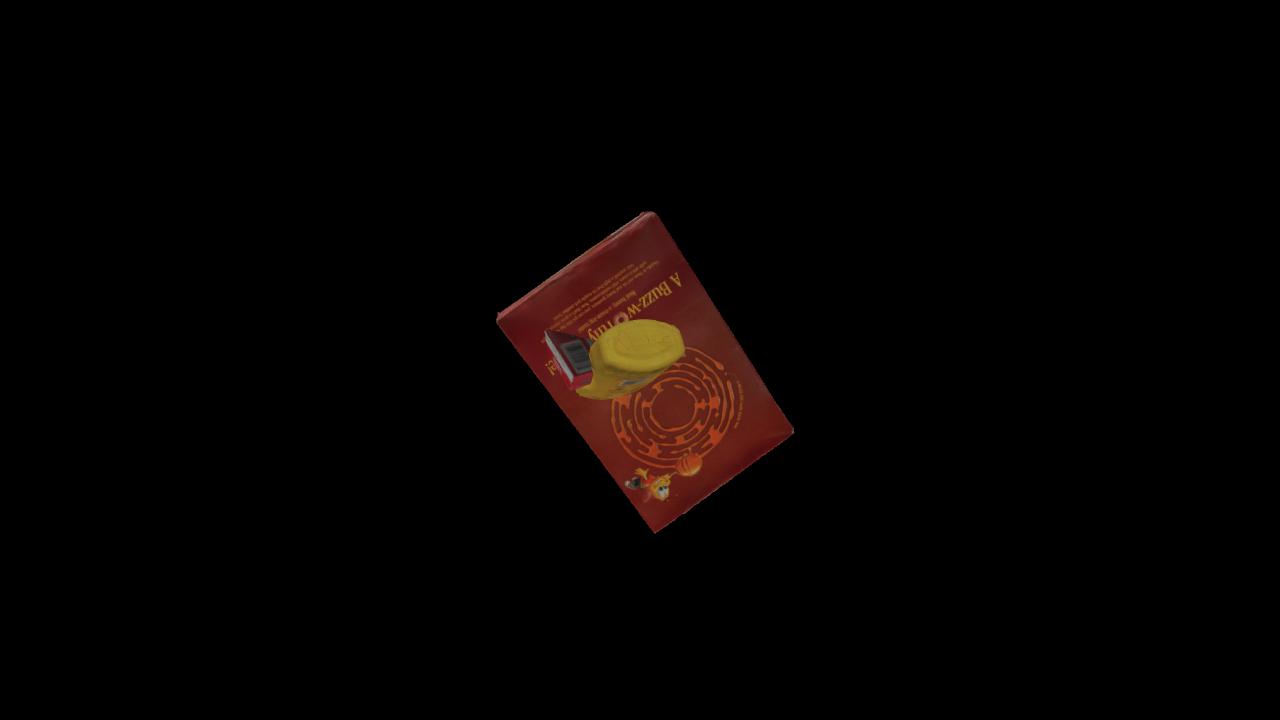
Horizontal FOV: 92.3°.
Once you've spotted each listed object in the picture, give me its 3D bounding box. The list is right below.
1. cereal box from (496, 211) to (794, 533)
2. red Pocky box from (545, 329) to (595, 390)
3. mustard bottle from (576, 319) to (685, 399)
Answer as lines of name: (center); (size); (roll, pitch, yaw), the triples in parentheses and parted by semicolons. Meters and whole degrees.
cereal box: (0.011, 0.017, 0.695); (0.203, 0.306, 0.081); (-36, 16, -2)
red Pocky box: (-0.027, -0.023, 0.665); (0.155, 0.083, 0.028); (-16, -31, -33)
mustard bottle: (-0.029, 0.018, 0.660); (0.092, 0.054, 0.184); (-14, -16, -27)
